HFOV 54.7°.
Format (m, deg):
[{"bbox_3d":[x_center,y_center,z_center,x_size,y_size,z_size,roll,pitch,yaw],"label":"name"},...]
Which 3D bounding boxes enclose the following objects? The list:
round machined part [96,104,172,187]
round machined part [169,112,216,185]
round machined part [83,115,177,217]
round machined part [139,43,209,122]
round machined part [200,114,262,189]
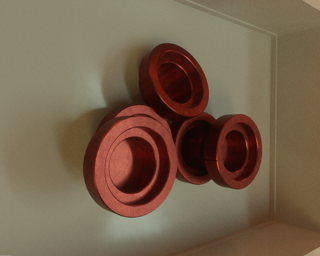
[{"bbox_3d":[-0.035,0.022,0.364,0.099,0.042,0.097,0,90,-40],"label":"round machined part"},{"bbox_3d":[0.042,0.027,0.429,0.099,0.042,0.097,0,90,-40],"label":"round machined part"},{"bbox_3d":[-0.032,0.036,0.312,0.099,0.042,0.097,0,90,-40],"label":"round machined part"},{"bbox_3d":[0.013,-0.053,0.391,0.099,0.042,0.098,18,61,-35],"label":"round machined part"},{"bbox_3d":[0.092,0.031,0.416,0.099,0.042,0.097,0,90,-40],"label":"round machined part"}]
